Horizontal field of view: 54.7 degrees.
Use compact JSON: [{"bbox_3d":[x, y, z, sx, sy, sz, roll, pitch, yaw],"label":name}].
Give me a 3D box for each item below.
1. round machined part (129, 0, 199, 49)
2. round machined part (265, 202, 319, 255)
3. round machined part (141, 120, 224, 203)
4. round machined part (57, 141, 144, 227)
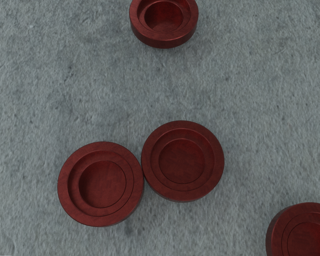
[{"bbox_3d":[0.005,-0.158,0.457,0.099,0.042,0.098,0,70,-1],"label":"round machined part"},{"bbox_3d":[0.169,0.136,0.351,0.099,0.042,0.098,0,70,-1],"label":"round machined part"},{"bbox_3d":[0.027,0.043,0.384,0.099,0.042,0.098,0,70,-1],"label":"round machined part"},{"bbox_3d":[-0.068,0.069,0.373,0.099,0.042,0.098,0,70,1],"label":"round machined part"}]
